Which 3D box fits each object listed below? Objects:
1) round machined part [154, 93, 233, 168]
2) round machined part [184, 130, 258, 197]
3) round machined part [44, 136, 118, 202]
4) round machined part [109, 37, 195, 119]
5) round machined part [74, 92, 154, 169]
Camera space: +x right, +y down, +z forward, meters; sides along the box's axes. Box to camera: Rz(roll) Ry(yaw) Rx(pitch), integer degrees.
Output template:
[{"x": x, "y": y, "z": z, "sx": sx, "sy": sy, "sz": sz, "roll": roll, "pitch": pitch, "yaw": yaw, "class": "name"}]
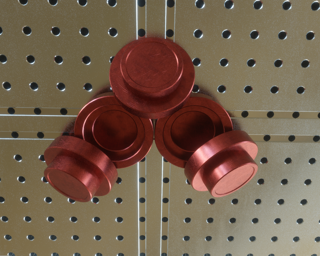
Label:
[{"x": 0.042, "y": 0.001, "z": 0.405, "sx": 0.099, "sy": 0.042, "sz": 0.097, "roll": 0, "pitch": 110, "yaw": -1, "class": "round machined part"}, {"x": 0.084, "y": 0.052, "z": 0.396, "sx": 0.099, "sy": 0.042, "sz": 0.097, "roll": -20, "pitch": 143, "yaw": -16, "class": "round machined part"}, {"x": -0.108, "y": 0.059, "z": 0.400, "sx": 0.098, "sy": 0.042, "sz": 0.097, "roll": 16, "pitch": 139, "yaw": 15, "class": "round machined part"}, {"x": -0.009, "y": -0.063, "z": 0.354, "sx": 0.099, "sy": 0.042, "sz": 0.098, "roll": 0, "pitch": 72, "yaw": -1, "class": "round machined part"}, {"x": -0.057, "y": 0.000, "z": 0.403, "sx": 0.099, "sy": 0.042, "sz": 0.097, "roll": 0, "pitch": 110, "yaw": -1, "class": "round machined part"}]
